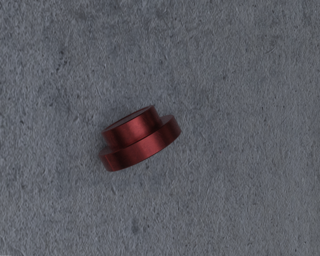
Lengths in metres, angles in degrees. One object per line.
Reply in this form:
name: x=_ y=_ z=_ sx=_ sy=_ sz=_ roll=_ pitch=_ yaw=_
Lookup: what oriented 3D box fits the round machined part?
round machined part: x=-0.029 y=0.007 z=0.359 sx=0.099 sy=0.098 sz=0.042 roll=-30 pitch=100 yaw=-17
